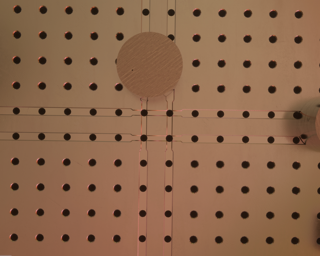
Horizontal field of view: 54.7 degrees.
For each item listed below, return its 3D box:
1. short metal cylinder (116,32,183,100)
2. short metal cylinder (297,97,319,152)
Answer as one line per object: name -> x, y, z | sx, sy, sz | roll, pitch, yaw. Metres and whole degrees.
short metal cylinder -> -0.012, -0.077, 0.400 | 0.081, 0.050, 0.079 | 0, 90, 0
short metal cylinder -> 0.230, -0.005, 0.403 | 0.081, 0.050, 0.079 | 0, 90, 0
